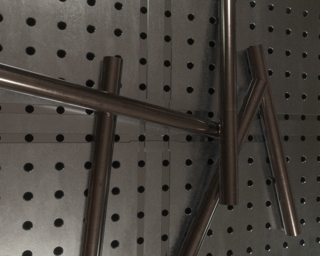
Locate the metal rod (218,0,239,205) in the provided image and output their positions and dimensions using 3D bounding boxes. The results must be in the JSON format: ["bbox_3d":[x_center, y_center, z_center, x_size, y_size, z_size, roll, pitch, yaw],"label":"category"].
[{"bbox_3d":[0.094,-0.048,0.427,0.025,0.025,0.298,5,81,-20],"label":"metal rod"}]

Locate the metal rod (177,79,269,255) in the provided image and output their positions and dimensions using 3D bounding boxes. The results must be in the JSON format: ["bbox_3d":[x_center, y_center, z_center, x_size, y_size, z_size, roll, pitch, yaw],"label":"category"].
[{"bbox_3d":[0.085,0.070,0.436,0.025,0.025,0.299,26,85,-19],"label":"metal rod"}]

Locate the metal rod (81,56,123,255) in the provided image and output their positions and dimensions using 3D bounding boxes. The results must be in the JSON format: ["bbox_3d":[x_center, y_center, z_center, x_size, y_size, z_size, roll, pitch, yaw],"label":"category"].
[{"bbox_3d":[-0.074,0.061,0.385,0.025,0.025,0.298,7,88,-20],"label":"metal rod"}]

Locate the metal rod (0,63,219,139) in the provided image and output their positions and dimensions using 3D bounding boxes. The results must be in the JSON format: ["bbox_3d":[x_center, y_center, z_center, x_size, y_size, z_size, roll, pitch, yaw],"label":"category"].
[{"bbox_3d":[-0.038,-0.024,0.374,0.302,0.025,0.025,13,86,-29],"label":"metal rod"}]

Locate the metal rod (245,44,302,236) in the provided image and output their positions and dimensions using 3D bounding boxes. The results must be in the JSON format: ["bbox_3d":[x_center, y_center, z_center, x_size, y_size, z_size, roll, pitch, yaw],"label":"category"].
[{"bbox_3d":[0.177,0.022,0.479,0.025,0.025,0.298,-16,96,-20],"label":"metal rod"}]
